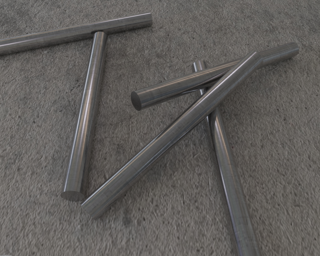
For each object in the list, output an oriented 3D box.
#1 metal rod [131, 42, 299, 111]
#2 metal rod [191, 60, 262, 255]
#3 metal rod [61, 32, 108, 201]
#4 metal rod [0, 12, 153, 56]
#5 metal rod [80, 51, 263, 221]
[{"bbox_3d":[0.095,-0.081,0.444,0.302,0.025,0.025,-22,53,-28],"label":"metal rod"},{"bbox_3d":[0.074,0.019,0.387,0.025,0.025,0.300,-4,50,-3],"label":"metal rod"},{"bbox_3d":[-0.099,-0.040,0.435,0.025,0.025,0.300,-1,50,-1],"label":"metal rod"},{"bbox_3d":[-0.160,-0.162,0.538,0.302,0.025,0.025,-16,52,-13],"label":"metal rod"},{"bbox_3d":[0.029,-0.004,0.381,0.025,0.025,0.301,37,66,27],"label":"metal rod"}]
